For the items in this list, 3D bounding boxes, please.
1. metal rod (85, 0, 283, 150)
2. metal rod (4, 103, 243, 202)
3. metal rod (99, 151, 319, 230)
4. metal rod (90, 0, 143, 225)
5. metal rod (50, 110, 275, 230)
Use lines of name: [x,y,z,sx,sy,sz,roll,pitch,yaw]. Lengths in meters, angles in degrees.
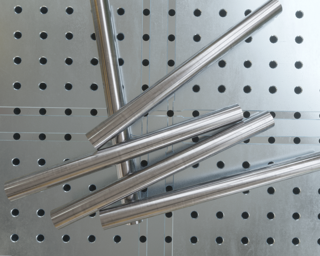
metal rod: [0.035,-0.073,0.398,0.301,0.025,0.025,-37,90,-6]
metal rod: [-0.036,0.027,0.389,0.302,0.025,0.025,-19,90,-10]
metal rod: [0.074,0.078,0.399,0.302,0.025,0.025,-14,90,-6]
metal rod: [-0.058,-0.023,0.412,0.025,0.025,0.298,-9,90,0]
metal rod: [0.009,0.050,0.394,0.301,0.025,0.025,-24,90,-8]
